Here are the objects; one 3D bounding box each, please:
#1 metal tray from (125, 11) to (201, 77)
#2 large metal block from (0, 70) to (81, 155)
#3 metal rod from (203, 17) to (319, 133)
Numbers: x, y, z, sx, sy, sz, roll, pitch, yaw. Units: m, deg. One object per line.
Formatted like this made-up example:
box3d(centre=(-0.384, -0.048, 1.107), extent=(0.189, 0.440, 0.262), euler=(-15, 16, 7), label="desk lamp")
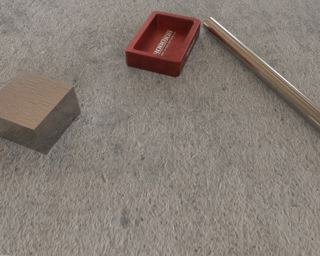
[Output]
box3d(centre=(0.008, -0.145, 0.522), extent=(0.090, 0.030, 0.130), euler=(16, 52, 12), label="metal tray")
box3d(centre=(-0.164, -0.022, 0.403), extent=(0.080, 0.050, 0.080), euler=(18, 52, 14), label="large metal block")
box3d(centre=(0.159, -0.088, 0.479), extent=(0.025, 0.025, 0.300), euler=(-22, 54, -18), label="metal rod")
